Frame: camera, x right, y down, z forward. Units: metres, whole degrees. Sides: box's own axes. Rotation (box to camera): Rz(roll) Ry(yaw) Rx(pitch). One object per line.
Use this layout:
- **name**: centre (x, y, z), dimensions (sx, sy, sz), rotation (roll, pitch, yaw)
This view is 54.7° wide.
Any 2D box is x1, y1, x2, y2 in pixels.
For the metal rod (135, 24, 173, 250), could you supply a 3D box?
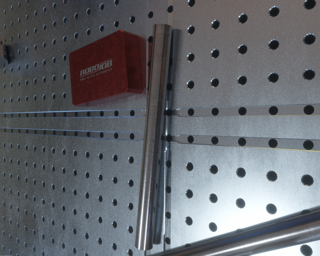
- **metal rod**: centre (-0.009, 0.015, 0.416), dimensions (0.025, 0.025, 0.298), rotation (8, 95, 39)

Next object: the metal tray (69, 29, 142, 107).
- **metal tray**: centre (-0.088, -0.087, 0.479), dimensions (0.130, 0.030, 0.089), rotation (-9, 84, 39)

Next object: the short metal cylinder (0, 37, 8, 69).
- **short metal cylinder**: centre (-0.388, -0.168, 0.694), dimensions (0.080, 0.081, 0.050), rotation (-21, 77, 38)

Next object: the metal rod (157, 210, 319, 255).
- **metal rod**: centre (0.073, 0.136, 0.349), dimensions (0.299, 0.025, 0.025), rotation (-32, 70, 35)
